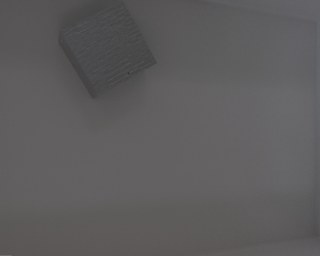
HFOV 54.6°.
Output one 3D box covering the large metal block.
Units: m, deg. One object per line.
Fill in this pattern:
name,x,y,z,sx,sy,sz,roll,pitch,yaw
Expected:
large metal block,-0.064,-0.091,0.373,0.080,0.050,0.080,-33,101,-17
